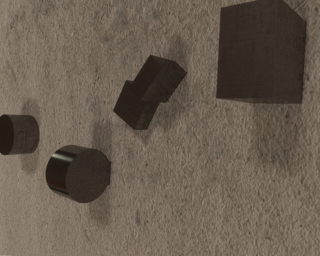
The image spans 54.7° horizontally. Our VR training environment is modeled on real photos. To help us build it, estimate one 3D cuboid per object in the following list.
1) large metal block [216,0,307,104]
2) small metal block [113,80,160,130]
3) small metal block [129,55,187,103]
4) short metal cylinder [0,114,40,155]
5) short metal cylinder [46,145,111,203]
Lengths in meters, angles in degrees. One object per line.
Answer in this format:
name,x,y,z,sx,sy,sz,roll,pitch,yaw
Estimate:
large metal block,0.097,-0.065,0.288,0.050,0.081,0.079,4,93,39
small metal block,-0.032,-0.032,0.430,0.050,0.025,0.050,40,114,32
small metal block,-0.002,-0.060,0.388,0.025,0.050,0.050,51,120,27
short metal cylinder,-0.287,0.013,0.621,0.080,0.050,0.079,0,90,39
short metal cylinder,-0.122,0.068,0.467,0.050,0.081,0.079,6,94,39
